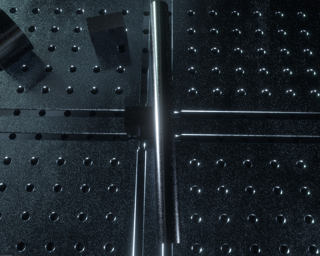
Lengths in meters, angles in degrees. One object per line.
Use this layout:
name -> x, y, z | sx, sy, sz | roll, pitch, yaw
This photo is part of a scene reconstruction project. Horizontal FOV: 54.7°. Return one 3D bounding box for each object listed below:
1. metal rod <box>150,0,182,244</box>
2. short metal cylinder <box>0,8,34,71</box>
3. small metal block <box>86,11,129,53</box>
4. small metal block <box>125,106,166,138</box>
metal rod -> 0.004, -0.023, 0.367 | 0.025, 0.025, 0.299 | -2, 70, -1
short metal cylinder -> -0.223, -0.125, 0.425 | 0.080, 0.080, 0.050 | 40, 75, 13
small metal block -> -0.075, -0.137, 0.448 | 0.050, 0.050, 0.025 | -13, 71, -5
small metal block -> -0.018, -0.007, 0.401 | 0.050, 0.050, 0.025 | -1, 70, -1
